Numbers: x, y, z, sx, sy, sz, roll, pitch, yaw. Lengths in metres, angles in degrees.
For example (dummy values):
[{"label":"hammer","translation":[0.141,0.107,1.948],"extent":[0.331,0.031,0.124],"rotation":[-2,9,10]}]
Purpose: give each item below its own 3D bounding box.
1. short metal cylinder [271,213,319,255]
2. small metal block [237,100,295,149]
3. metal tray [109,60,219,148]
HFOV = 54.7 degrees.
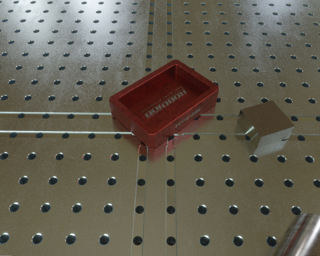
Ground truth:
[{"label":"short metal cylinder","translation":[0.143,0.122,0.270],"extent":[0.080,0.080,0.050],"rotation":[33,58,24]},{"label":"small metal block","translation":[0.140,-0.006,0.413],"extent":[0.050,0.025,0.050],"rotation":[-16,52,-14]},{"label":"metal tray","translation":[0.007,-0.039,0.436],"extent":[0.131,0.030,0.090],"rotation":[-35,58,-26]}]
